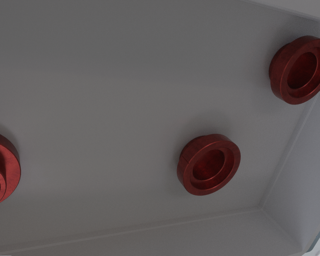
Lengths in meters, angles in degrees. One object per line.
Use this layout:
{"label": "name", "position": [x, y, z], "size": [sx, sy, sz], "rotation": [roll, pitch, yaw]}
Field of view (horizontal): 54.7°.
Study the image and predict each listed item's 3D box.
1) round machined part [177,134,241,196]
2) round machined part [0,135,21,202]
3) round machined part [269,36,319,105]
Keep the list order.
{"label": "round machined part", "position": [0.068, 0.050, 0.466], "size": [0.099, 0.042, 0.097], "rotation": [-14, 124, -21]}
{"label": "round machined part", "position": [-0.198, 0.051, 0.321], "size": [0.099, 0.042, 0.097], "rotation": [-14, 124, -21]}
{"label": "round machined part", "position": [0.200, -0.086, 0.453], "size": [0.099, 0.042, 0.097], "rotation": [-14, 124, -21]}
